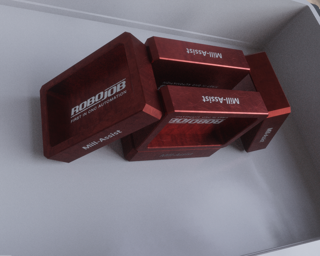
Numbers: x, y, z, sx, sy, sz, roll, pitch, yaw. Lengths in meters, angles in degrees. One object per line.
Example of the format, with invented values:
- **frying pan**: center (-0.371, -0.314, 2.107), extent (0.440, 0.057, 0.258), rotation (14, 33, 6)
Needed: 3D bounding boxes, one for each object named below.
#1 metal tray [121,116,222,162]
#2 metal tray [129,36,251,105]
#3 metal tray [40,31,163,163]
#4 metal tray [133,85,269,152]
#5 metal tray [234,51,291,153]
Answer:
- **metal tray**: center (0.011, -0.006, 0.410), extent (0.131, 0.030, 0.090), rotation (0, 62, -29)
- **metal tray**: center (0.031, -0.061, 0.376), extent (0.131, 0.090, 0.030), rotation (0, 62, -28)
- **metal tray**: center (-0.067, -0.028, 0.320), extent (0.030, 0.130, 0.090), rotation (26, 45, -55)
- **metal tray**: center (0.044, -0.007, 0.351), extent (0.131, 0.090, 0.030), rotation (0, 62, -29)
- **metal tray**: center (0.130, -0.030, 0.426), extent (0.030, 0.130, 0.090), rotation (-13, 66, -1)
